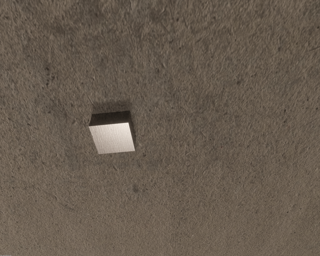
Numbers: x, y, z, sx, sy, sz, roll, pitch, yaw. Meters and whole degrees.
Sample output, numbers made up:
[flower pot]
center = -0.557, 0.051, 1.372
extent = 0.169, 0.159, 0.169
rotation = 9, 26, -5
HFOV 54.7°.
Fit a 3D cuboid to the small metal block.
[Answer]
[small metal block]
center = -0.061, 0.006, 0.412
extent = 0.050, 0.025, 0.050
rotation = -5, 130, 4
